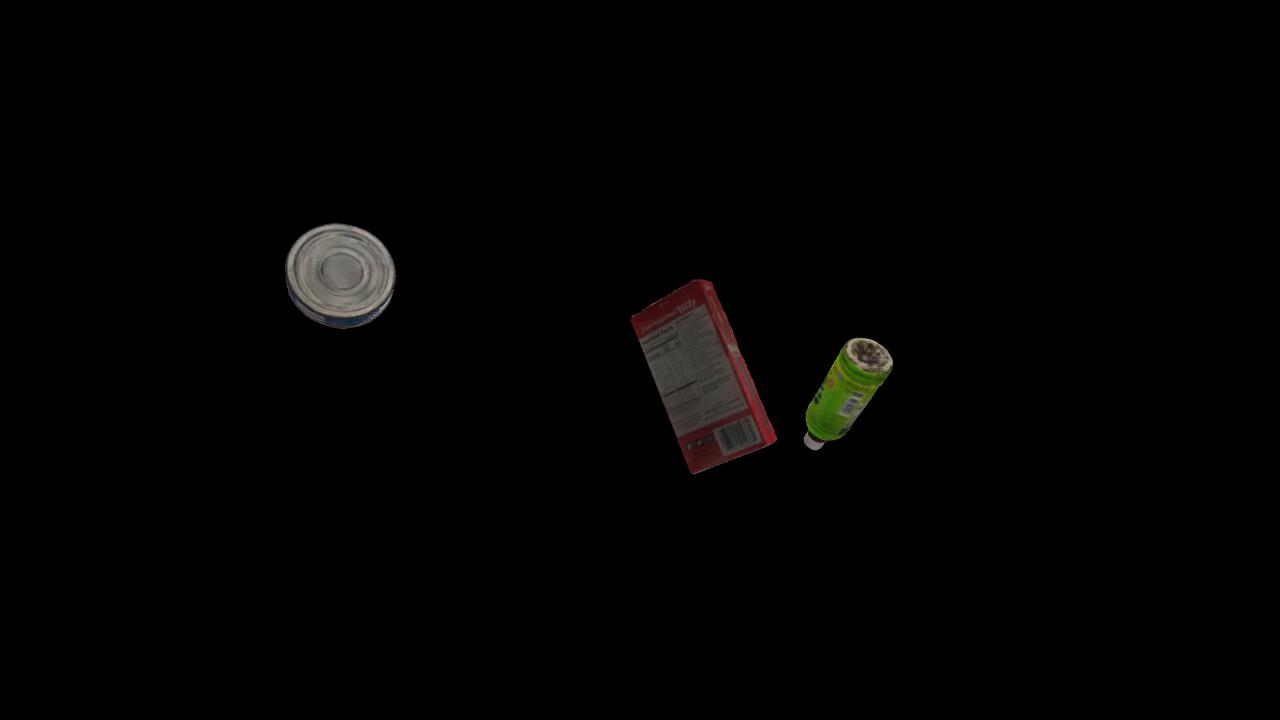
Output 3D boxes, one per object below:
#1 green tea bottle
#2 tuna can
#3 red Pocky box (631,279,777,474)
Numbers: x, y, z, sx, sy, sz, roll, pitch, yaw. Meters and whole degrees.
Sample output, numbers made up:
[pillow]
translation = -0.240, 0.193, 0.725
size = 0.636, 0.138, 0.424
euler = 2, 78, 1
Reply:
[green tea bottle]
translation = 0.289, 0.062, 0.895
size = 0.073, 0.073, 0.212
euler = 0, -43, -14
[tuna can]
translation = -0.251, -0.071, 0.518
size = 0.084, 0.084, 0.034
euler = 0, -10, -26
[red Pocky box]
translation = 0.054, 0.015, 0.543
size = 0.083, 0.155, 0.028
euler = -28, -12, 34
